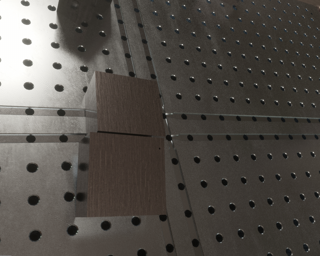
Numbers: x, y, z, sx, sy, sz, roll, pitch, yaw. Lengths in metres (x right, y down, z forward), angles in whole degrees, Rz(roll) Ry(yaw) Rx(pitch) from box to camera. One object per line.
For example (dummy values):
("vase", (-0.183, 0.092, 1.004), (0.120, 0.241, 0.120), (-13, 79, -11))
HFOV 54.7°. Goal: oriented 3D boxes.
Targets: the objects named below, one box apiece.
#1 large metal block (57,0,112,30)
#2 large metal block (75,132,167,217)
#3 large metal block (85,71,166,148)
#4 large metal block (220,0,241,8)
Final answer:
("large metal block", (-0.098, -0.204, 0.445), (0.050, 0.080, 0.080), (31, 52, -9))
("large metal block", (-0.042, 0.052, 0.328), (0.081, 0.050, 0.080), (6, 73, -26))
("large metal block", (-0.045, -0.017, 0.379), (0.081, 0.050, 0.080), (6, 59, -26))
("large metal block", (0.141, -0.319, 0.666), (0.081, 0.050, 0.080), (17, 55, -19))
